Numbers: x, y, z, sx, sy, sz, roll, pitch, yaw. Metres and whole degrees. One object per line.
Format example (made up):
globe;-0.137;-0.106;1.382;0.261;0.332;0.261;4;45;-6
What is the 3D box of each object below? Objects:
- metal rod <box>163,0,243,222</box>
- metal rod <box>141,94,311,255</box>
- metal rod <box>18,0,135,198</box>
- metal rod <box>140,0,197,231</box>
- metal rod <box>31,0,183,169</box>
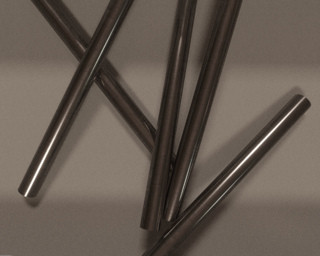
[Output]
metal rod;0.051;-0.030;0.380;0.025;0.025;0.298;16;94;-1
metal rod;0.084;0.067;0.388;0.301;0.025;0.025;-44;90;-10
metal rod;-0.104;-0.045;0.389;0.025;0.025;0.299;29;98;-1
metal rod;0.013;-0.025;0.392;0.025;0.025;0.298;10;82;-1
metal rod;-0.068;-0.057;0.410;0.025;0.025;0.300;-38;91;0
